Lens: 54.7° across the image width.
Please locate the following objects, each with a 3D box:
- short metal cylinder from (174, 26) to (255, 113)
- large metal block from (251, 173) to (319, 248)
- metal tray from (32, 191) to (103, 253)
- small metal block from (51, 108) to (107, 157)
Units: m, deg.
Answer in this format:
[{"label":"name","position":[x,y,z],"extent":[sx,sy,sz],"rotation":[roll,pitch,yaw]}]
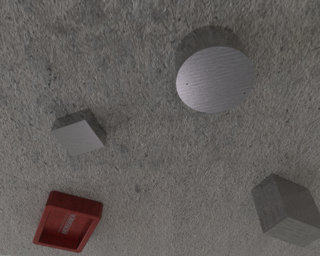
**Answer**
[{"label":"short metal cylinder","position":[0.057,-0.063,0.338],"extent":[0.081,0.050,0.079],"rotation":[0,130,0]},{"label":"large metal block","position":[0.198,0.128,0.482],"extent":[0.080,0.080,0.050],"rotation":[23,126,-19]},{"label":"metal tray","position":[-0.164,0.169,0.545],"extent":[0.091,0.030,0.129],"rotation":[19,128,-16]},{"label":"small metal block","position":[-0.106,0.007,0.412],"extent":[0.050,0.025,0.050],"rotation":[-17,128,14]}]
